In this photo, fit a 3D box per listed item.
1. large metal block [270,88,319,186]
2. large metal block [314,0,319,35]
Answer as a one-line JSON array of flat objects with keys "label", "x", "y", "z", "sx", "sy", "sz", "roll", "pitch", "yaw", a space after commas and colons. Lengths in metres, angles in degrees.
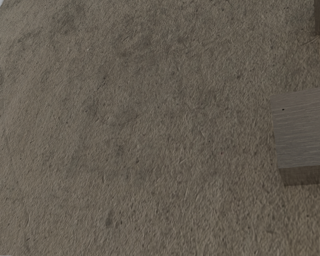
[{"label": "large metal block", "x": 0.156, "y": 0.008, "z": 0.301, "sx": 0.080, "sy": 0.050, "sz": 0.080, "roll": -9, "pitch": 58, "yaw": 23}, {"label": "large metal block", "x": 0.221, "y": -0.153, "z": 0.347, "sx": 0.080, "sy": 0.080, "sz": 0.050, "roll": 6, "pitch": 65, "yaw": 31}]
